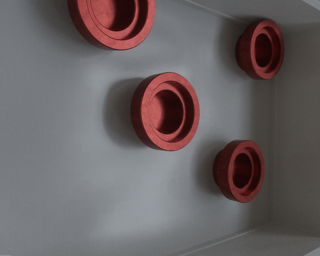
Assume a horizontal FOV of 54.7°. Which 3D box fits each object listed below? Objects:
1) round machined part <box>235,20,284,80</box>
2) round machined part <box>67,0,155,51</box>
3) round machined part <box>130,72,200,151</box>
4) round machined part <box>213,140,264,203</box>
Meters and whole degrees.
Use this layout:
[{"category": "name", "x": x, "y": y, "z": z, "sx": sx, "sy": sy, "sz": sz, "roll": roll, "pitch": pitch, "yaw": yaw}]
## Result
[{"category": "round machined part", "x": 0.167, "y": -0.132, "z": 0.531, "sx": 0.099, "sy": 0.042, "sz": 0.097, "roll": -6, "pitch": 99, "yaw": -37}, {"category": "round machined part", "x": -0.056, "y": -0.135, "z": 0.341, "sx": 0.099, "sy": 0.042, "sz": 0.097, "roll": -11, "pitch": 106, "yaw": -40}, {"category": "round machined part", "x": 0.002, "y": -0.020, "z": 0.397, "sx": 0.099, "sy": 0.042, "sz": 0.097, "roll": 0, "pitch": 90, "yaw": -40}, {"category": "round machined part", "x": 0.123, "y": 0.067, "z": 0.498, "sx": 0.099, "sy": 0.042, "sz": 0.097, "roll": 0, "pitch": 90, "yaw": -40}]
